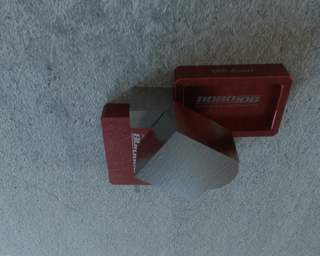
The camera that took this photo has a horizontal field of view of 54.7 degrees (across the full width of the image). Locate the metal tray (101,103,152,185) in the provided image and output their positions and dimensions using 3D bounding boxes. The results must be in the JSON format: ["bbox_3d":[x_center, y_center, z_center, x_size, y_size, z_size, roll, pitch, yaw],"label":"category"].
[{"bbox_3d":[-0.028,0.026,0.429,0.091,0.030,0.129,1,130,-1],"label":"metal tray"}]

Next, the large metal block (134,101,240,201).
[{"bbox_3d":[0.028,0.029,0.350,0.080,0.050,0.080,26,126,-21],"label":"large metal block"}]

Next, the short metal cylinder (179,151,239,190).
[{"bbox_3d":[0.063,0.041,0.427,0.080,0.050,0.079,0,130,0],"label":"short metal cylinder"}]

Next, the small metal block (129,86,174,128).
[{"bbox_3d":[-0.009,-0.026,0.371,0.050,0.050,0.025,1,130,-1],"label":"small metal block"}]

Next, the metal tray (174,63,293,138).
[{"bbox_3d":[0.083,-0.031,0.380,0.131,0.030,0.089,-1,130,1],"label":"metal tray"}]
